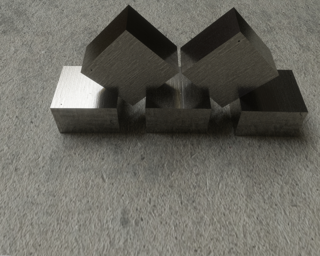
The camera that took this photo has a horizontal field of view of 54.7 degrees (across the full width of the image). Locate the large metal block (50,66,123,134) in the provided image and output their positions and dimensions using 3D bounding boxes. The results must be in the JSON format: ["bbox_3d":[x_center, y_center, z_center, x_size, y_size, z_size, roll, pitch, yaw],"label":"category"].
[{"bbox_3d":[-0.093,-0.039,0.420,0.081,0.050,0.080,0,50,0],"label":"large metal block"}]

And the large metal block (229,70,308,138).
[{"bbox_3d":[0.140,-0.034,0.420,0.081,0.050,0.080,1,50,0],"label":"large metal block"}]

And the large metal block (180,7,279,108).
[{"bbox_3d":[0.082,-0.082,0.377,0.080,0.080,0.050,-32,40,33],"label":"large metal block"}]

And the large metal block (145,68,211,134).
[{"bbox_3d":[0.023,-0.038,0.421,0.081,0.050,0.080,1,50,0],"label":"large metal block"}]

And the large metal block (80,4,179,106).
[{"bbox_3d":[-0.035,-0.083,0.374,0.080,0.080,0.050,32,40,-34],"label":"large metal block"}]
